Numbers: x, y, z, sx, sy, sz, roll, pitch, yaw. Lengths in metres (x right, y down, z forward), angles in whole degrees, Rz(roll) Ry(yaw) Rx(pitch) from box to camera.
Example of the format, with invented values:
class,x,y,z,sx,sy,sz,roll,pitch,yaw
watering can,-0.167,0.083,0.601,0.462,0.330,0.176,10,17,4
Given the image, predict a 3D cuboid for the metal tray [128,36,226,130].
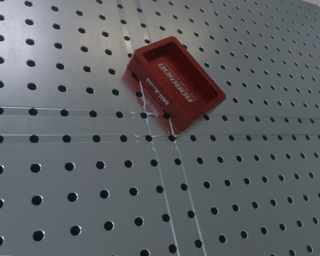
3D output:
class,x,y,z,sx,sy,sz,roll,pitch,yaw
metal tray,0.026,-0.070,0.461,0.091,0.030,0.130,-33,80,-38
